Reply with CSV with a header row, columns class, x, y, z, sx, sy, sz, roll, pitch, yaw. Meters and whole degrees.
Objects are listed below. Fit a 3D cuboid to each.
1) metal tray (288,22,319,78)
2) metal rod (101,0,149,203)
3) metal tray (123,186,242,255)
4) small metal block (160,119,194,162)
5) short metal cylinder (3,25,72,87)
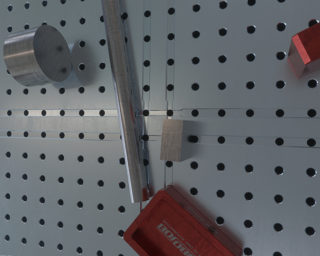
class,x,y,z,sx,sy,sz,roll,pitch,yaw
metal tray,0.199,-0.098,0.307,0.130,0.090,0.030,-25,82,18
metal rod,-0.050,-0.048,0.430,0.025,0.025,0.298,-10,87,19
metal tray,0.027,0.151,0.400,0.130,0.030,0.090,41,103,15
small metal block,0.022,0.014,0.391,0.025,0.050,0.050,5,92,20
short metal cylinder,-0.173,-0.102,0.444,0.050,0.080,0.080,-6,88,20
